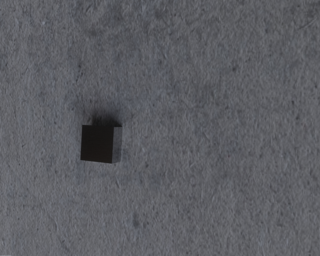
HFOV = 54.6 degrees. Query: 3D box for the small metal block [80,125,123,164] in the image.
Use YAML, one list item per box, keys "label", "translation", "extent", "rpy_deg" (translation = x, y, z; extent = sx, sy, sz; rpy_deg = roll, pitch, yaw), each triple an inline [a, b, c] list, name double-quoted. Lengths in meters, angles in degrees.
- label: "small metal block"
  translation: [-0.083, 0.022, 0.439]
  extent: [0.050, 0.025, 0.050]
  rpy_deg: [4, 91, 20]
